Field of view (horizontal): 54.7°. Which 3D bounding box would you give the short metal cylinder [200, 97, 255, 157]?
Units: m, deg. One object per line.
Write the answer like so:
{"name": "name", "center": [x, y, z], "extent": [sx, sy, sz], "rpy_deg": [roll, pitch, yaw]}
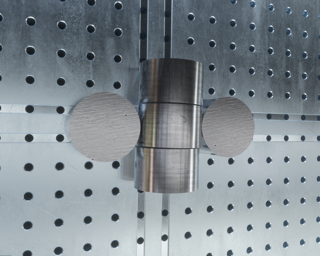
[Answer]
{"name": "short metal cylinder", "center": [0.082, -0.001, 0.430], "extent": [0.081, 0.050, 0.079], "rpy_deg": [0, 90, -21]}

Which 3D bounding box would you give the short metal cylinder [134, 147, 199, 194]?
{"name": "short metal cylinder", "center": [0.008, 0.049, 0.387], "extent": [0.081, 0.080, 0.050], "rpy_deg": [1, 90, -20]}

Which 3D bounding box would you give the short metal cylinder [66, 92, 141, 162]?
{"name": "short metal cylinder", "center": [-0.069, -0.001, 0.374], "extent": [0.081, 0.050, 0.079], "rpy_deg": [0, 90, -21]}

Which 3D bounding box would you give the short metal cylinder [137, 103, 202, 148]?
{"name": "short metal cylinder", "center": [0.012, -0.002, 0.388], "extent": [0.081, 0.080, 0.050], "rpy_deg": [2, 90, -20]}

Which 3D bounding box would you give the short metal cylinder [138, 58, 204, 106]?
{"name": "short metal cylinder", "center": [0.014, -0.054, 0.389], "extent": [0.081, 0.080, 0.050], "rpy_deg": [3, 89, -20]}
